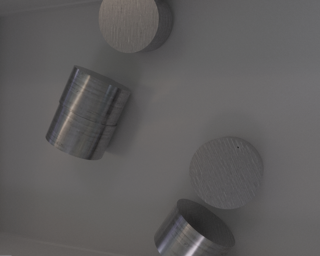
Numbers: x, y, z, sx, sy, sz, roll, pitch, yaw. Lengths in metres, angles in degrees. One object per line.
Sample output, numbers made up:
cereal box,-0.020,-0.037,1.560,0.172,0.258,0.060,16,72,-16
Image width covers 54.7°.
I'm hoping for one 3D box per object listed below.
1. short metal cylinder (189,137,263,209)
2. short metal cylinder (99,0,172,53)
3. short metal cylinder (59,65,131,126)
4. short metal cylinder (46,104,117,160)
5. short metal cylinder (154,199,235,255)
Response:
short metal cylinder,0.080,0.051,0.369,0.080,0.050,0.080,0,90,20
short metal cylinder,-0.030,-0.138,0.398,0.080,0.050,0.079,5,106,19
short metal cylinder,-0.085,-0.043,0.411,0.080,0.080,0.050,29,100,17
short metal cylinder,-0.105,0.002,0.418,0.080,0.080,0.050,29,100,17
short metal cylinder,0.041,0.130,0.367,0.080,0.080,0.050,36,102,16
